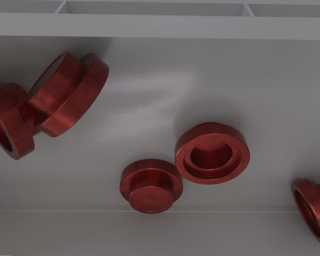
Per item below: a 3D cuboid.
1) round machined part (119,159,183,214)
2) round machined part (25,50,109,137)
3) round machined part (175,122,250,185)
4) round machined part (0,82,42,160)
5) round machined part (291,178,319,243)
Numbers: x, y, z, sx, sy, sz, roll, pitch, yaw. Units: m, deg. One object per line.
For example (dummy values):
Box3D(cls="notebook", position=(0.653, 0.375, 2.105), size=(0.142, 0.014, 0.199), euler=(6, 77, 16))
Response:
Box3D(cls="round machined part", position=(-0.013, 0.096, 0.479), size=(0.099, 0.042, 0.097), euler=(0, 130, 0))
Box3D(cls="round machined part", position=(-0.102, -0.042, 0.324), size=(0.098, 0.098, 0.042), euler=(-35, 122, 26))
Box3D(cls="round machined part", position=(0.069, 0.030, 0.424), size=(0.099, 0.042, 0.097), euler=(0, 130, 0))
Box3D(cls="round machined part", position=(-0.174, -0.014, 0.362), size=(0.098, 0.042, 0.097), euler=(32, 141, 31))
Box3D(cls="round machined part", position=(0.243, 0.122, 0.468), size=(0.042, 0.098, 0.098), euler=(-23, 127, 6))
